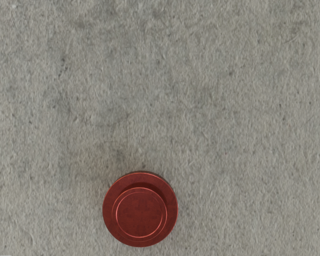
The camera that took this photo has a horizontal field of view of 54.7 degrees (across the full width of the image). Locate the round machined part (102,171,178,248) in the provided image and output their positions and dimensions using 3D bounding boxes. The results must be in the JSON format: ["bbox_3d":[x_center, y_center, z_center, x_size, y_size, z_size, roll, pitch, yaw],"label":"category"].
[{"bbox_3d":[-0.025,0.107,0.401,0.099,0.042,0.097,0,90,-1],"label":"round machined part"}]
